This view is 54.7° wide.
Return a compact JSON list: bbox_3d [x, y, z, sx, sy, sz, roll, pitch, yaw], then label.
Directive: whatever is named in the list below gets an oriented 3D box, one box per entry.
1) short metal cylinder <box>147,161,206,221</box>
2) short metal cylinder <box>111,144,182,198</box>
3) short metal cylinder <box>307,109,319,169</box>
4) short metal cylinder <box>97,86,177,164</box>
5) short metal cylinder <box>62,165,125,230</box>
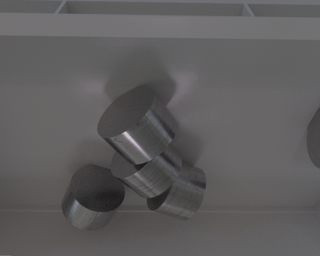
[{"bbox_3d":[0.022,0.087,0.447,0.050,0.080,0.080,24,126,-19],"label":"short metal cylinder"},{"bbox_3d":[-0.018,0.045,0.411,0.080,0.080,0.050,-29,124,22],"label":"short metal cylinder"},{"bbox_3d":[0.230,0.014,0.387,0.050,0.080,0.079,6,130,-5],"label":"short metal cylinder"},{"bbox_3d":[-0.027,-0.004,0.369,0.080,0.080,0.050,-26,126,20],"label":"short metal cylinder"},{"bbox_3d":[-0.099,0.103,0.459,0.080,0.080,0.050,20,127,-16],"label":"short metal cylinder"}]
